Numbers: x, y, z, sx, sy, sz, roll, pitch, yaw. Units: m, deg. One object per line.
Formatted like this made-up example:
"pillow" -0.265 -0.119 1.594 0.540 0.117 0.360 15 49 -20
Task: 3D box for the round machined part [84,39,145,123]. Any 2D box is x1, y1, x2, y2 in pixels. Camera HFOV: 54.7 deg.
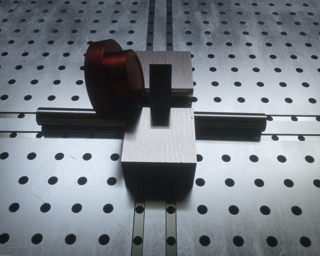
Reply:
"round machined part" -0.048 -0.057 0.370 0.042 0.098 0.098 -6 49 14

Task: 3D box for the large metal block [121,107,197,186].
"large metal block" 0.000 0.022 0.373 0.080 0.050 0.080 1 50 1

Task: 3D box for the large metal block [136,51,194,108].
"large metal block" 0.004 -0.066 0.447 0.081 0.050 0.080 1 50 0

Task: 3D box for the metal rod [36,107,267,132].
"metal rod" -0.012 -0.011 0.417 0.302 0.025 0.025 2 50 1

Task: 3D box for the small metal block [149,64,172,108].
"small metal block" 0.001 -0.050 0.376 0.025 0.050 0.050 1 6 0
